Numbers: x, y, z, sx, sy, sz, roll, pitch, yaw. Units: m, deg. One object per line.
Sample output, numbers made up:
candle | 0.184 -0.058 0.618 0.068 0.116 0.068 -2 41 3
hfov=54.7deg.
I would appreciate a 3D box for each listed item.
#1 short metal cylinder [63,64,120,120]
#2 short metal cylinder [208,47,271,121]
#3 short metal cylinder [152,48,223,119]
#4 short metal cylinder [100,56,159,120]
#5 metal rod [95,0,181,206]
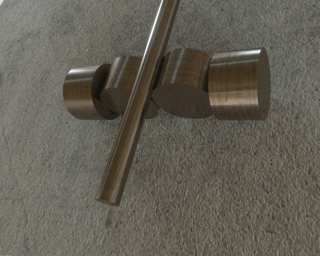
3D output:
short metal cylinder | -0.093 -0.051 0.450 0.050 0.080 0.080 1 62 29
short metal cylinder | 0.093 -0.048 0.351 0.050 0.080 0.080 1 62 29
short metal cylinder | 0.035 -0.053 0.383 0.080 0.080 0.050 1 62 28
short metal cylinder | -0.035 -0.053 0.421 0.080 0.080 0.050 1 62 28
metal rod | -0.017 -0.057 0.370 0.025 0.025 0.300 1 62 28
